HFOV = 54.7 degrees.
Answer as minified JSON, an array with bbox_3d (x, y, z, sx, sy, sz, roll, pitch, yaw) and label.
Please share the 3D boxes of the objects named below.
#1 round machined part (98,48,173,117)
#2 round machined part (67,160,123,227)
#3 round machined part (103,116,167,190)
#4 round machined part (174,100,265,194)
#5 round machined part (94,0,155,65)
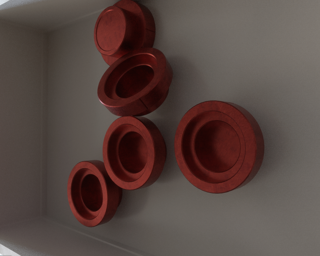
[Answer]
[{"bbox_3d":[-0.028,-0.054,0.399,0.098,0.042,0.098,-17,49,20],"label":"round machined part"},{"bbox_3d":[-0.096,0.098,0.475,0.098,0.042,0.097,0,90,40],"label":"round machined part"},{"bbox_3d":[-0.030,0.033,0.421,0.098,0.042,0.097,0,90,40],"label":"round machined part"},{"bbox_3d":[0.067,0.020,0.340,0.098,0.042,0.097,0,90,40],"label":"round machined part"},{"bbox_3d":[-0.057,-0.135,0.443,0.098,0.042,0.097,0,90,40],"label":"round machined part"}]
